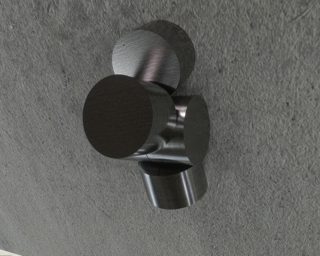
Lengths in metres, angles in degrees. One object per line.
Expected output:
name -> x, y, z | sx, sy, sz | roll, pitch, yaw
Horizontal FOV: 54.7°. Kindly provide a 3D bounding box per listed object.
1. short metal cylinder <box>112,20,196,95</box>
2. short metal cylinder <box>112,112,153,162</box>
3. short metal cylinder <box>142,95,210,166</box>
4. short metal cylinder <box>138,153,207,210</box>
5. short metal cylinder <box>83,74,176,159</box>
short metal cylinder -> -0.006, -0.076, 0.348 | 0.080, 0.050, 0.079 | 13, 124, 20
short metal cylinder -> -0.025, 0.001, 0.386 | 0.050, 0.080, 0.079 | 1, 119, 27
short metal cylinder -> 0.021, 0.002, 0.361 | 0.050, 0.080, 0.080 | 1, 119, 28
short metal cylinder -> 0.017, 0.059, 0.399 | 0.080, 0.080, 0.050 | 0, 118, 28
short metal cylinder -> -0.030, -0.011, 0.315 | 0.080, 0.050, 0.079 | 0, 90, 27
